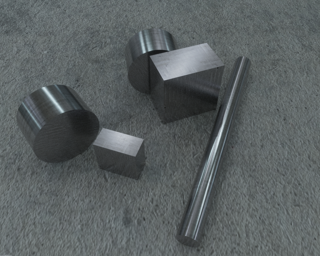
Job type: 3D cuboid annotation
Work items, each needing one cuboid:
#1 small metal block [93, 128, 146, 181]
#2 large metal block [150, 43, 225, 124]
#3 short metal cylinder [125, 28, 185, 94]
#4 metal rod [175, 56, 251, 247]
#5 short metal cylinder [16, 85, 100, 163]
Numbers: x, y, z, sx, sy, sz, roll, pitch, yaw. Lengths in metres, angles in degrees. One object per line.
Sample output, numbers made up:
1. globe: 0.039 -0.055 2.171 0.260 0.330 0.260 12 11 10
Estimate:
1. small metal block: -0.046 0.031 0.360 0.050 0.050 0.025 15 52 12
2. large metal block: 0.033 -0.059 0.417 0.081 0.080 0.050 -16 52 -13
3. short metal cylinder: -0.008 -0.095 0.447 0.081 0.080 0.050 -7 51 -6
4. metal rod: 0.079 0.005 0.399 0.025 0.025 0.301 16 52 13
5. short metal cylinder: -0.121 -0.005 0.370 0.081 0.080 0.050 -30 56 -23
